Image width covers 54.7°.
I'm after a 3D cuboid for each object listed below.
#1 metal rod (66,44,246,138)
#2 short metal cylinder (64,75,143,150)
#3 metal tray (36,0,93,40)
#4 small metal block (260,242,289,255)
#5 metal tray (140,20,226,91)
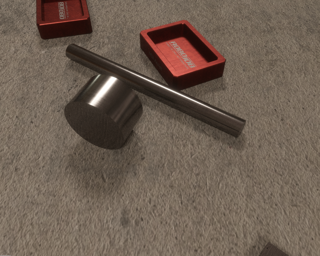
[{"bbox_3d":[-0.019,-0.062,0.455,0.301,0.025,0.025,27,55,20],"label":"metal rod"},{"bbox_3d":[-0.069,-0.019,0.382,0.080,0.080,0.050,19,53,15],"label":"short metal cylinder"},{"bbox_3d":[-0.182,-0.221,0.583,0.091,0.030,0.130,-11,51,-10],"label":"metal tray"},{"bbox_3d":[0.108,0.144,0.284,0.050,0.025,0.050,32,57,23],"label":"small metal block"},{"bbox_3d":[0.033,-0.122,0.502,0.091,0.030,0.130,-20,53,-17],"label":"metal tray"}]
